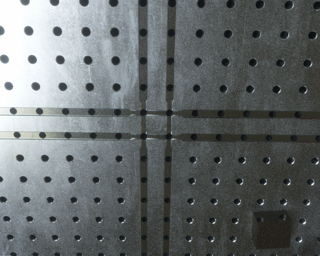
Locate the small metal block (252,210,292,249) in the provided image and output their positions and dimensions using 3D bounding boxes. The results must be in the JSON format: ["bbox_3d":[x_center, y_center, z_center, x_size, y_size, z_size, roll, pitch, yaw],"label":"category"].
[{"bbox_3d":[0.169,0.155,0.472,0.050,0.025,0.050,-4,110,1],"label":"small metal block"}]
